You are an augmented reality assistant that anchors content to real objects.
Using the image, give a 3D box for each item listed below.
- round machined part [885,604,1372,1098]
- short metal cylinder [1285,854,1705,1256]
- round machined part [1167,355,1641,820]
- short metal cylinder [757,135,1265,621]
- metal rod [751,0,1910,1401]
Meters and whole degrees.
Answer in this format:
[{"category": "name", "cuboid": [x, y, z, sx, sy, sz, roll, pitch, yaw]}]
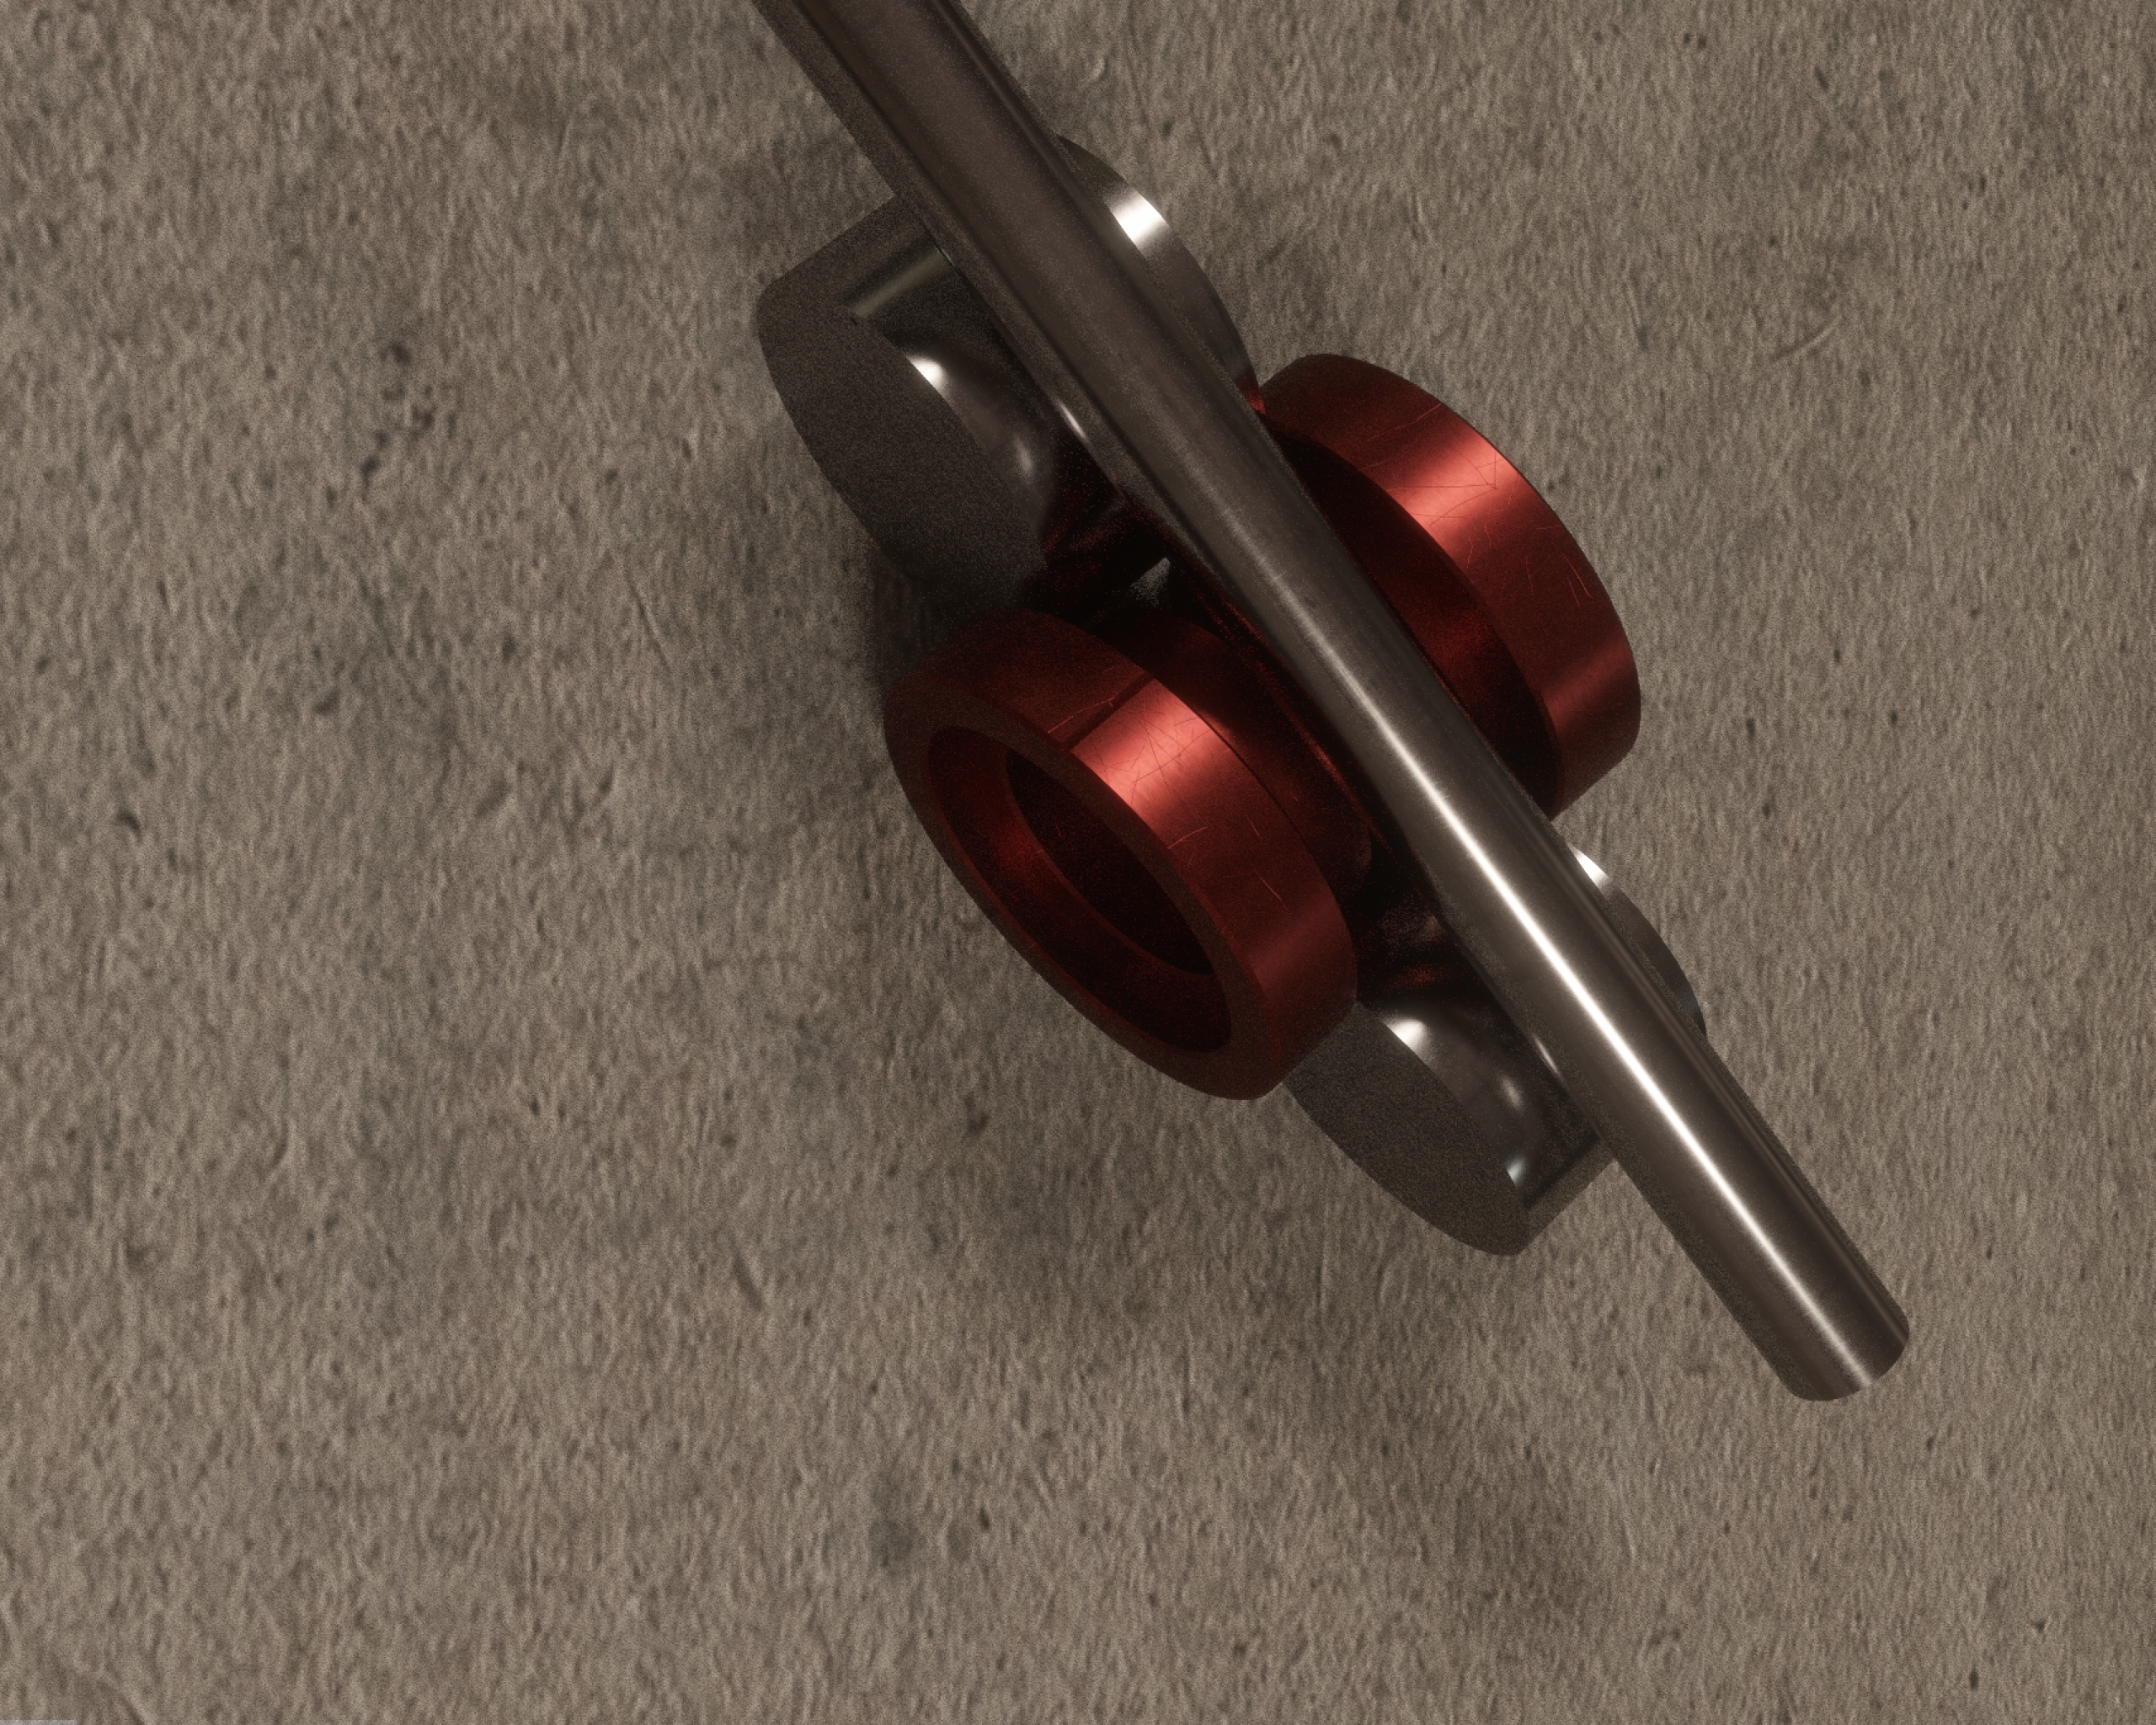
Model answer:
[{"category": "round machined part", "cuboid": [0.014, -0.007, 0.376, 0.042, 0.098, 0.098, -42, 104, -19]}, {"category": "short metal cylinder", "cuboid": [0.075, 0.030, 0.410, 0.050, 0.080, 0.080, -41, 103, -16]}, {"category": "round machined part", "cuboid": [0.055, -0.043, 0.393, 0.042, 0.098, 0.098, -40, 103, -11]}, {"category": "short metal cylinder", "cuboid": [-0.012, -0.084, 0.377, 0.050, 0.080, 0.080, -41, 103, -16]}, {"category": "metal rod", "cuboid": [0.049, -0.026, 0.345, 0.025, 0.025, 0.300, -42, 104, -15]}]
